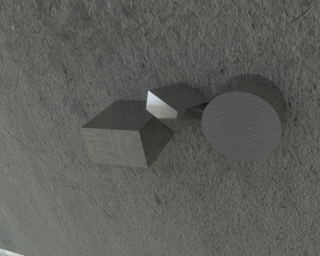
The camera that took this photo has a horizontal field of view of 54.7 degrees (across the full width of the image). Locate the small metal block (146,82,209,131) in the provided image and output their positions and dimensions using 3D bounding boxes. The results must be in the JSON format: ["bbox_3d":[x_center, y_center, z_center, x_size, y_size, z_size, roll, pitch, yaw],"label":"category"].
[{"bbox_3d":[0.020,-0.026,0.353,0.050,0.050,0.025,40,135,36],"label":"small metal block"}]

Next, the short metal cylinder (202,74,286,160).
[{"bbox_3d":[0.091,-0.012,0.335,0.080,0.050,0.079,13,124,20],"label":"short metal cylinder"}]

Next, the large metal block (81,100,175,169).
[{"bbox_3d":[-0.037,0.004,0.394,0.080,0.080,0.050,3,120,27],"label":"large metal block"}]
